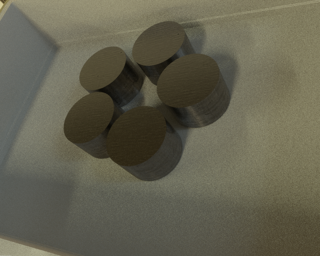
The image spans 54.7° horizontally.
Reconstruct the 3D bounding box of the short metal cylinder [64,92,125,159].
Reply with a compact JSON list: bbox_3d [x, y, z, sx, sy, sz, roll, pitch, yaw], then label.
[{"bbox_3d":[-0.086,-0.003,0.434,0.080,0.050,0.080,-13,56,21],"label":"short metal cylinder"}]

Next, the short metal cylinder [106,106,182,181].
[{"bbox_3d":[-0.019,0.020,0.385,0.080,0.050,0.080,-13,56,21],"label":"short metal cylinder"}]

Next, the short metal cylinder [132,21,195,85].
[{"bbox_3d":[0.007,-0.107,0.449,0.080,0.050,0.080,-13,56,21],"label":"short metal cylinder"}]

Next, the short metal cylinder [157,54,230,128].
[{"bbox_3d":[0.043,-0.047,0.393,0.080,0.050,0.080,-13,56,21],"label":"short metal cylinder"}]

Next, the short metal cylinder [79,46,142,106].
[{"bbox_3d":[-0.074,-0.077,0.474,0.080,0.050,0.080,-13,56,21],"label":"short metal cylinder"}]
